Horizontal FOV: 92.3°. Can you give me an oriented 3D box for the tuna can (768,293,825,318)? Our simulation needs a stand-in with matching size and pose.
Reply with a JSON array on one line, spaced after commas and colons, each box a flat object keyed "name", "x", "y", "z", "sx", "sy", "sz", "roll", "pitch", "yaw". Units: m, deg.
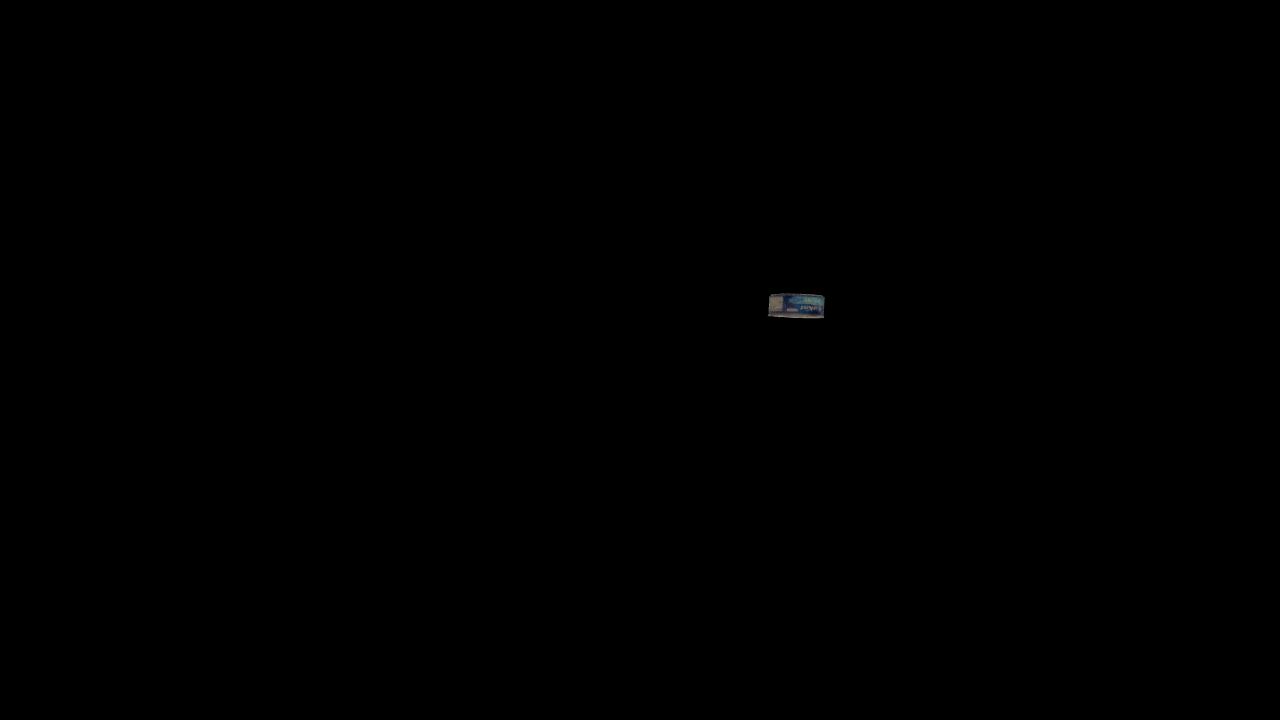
[{"name": "tuna can", "x": 0.239, "y": -0.082, "z": 0.941, "sx": 0.084, "sy": 0.034, "sz": 0.084, "roll": 3, "pitch": 3, "yaw": 0}]
